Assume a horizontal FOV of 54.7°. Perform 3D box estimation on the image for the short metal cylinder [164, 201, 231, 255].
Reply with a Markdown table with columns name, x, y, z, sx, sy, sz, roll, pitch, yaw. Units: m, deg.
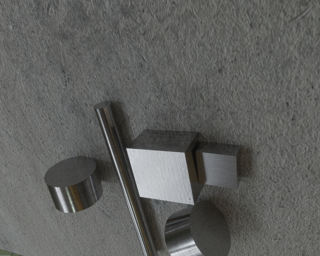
| name | x | y | z | sx | sy | sz | roll | pitch | yaw |
| --- | --- | --- | --- | --- | --- | --- | --- | --- | --- |
| short metal cylinder | 0.053 | 0.150 | 0.435 | 0.080 | 0.080 | 0.050 | 49 | 129 | -7 |

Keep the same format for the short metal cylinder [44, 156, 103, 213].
| name | x | y | z | sx | sy | sz | roll | pitch | yaw |
| --- | --- | --- | --- | --- | --- | --- | --- | --- | --- |
| short metal cylinder | -0.137 | 0.089 | 0.496 | 0.080 | 0.080 | 0.050 | 6 | 121 | 25 |

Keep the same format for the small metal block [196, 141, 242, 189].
| name | x | y | z | sx | sy | sz | roll | pitch | yaw |
| --- | --- | --- | --- | --- | --- | --- | --- | --- | --- |
| small metal block | 0.076 | 0.047 | 0.395 | 0.050 | 0.025 | 0.050 | 5 | 121 | 25 |

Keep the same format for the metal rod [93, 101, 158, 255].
| name | x | y | z | sx | sy | sz | roll | pitch | yaw |
| --- | --- | --- | --- | --- | --- | --- | --- | --- | --- |
| metal rod | -0.047 | 0.099 | 0.491 | 0.025 | 0.025 | 0.298 | 0 | 119 | 28 |

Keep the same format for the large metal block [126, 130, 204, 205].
| name | x | y | z | sx | sy | sz | roll | pitch | yaw |
| --- | --- | --- | --- | --- | --- | --- | --- | --- | --- |
| large metal block | 0.011 | 0.050 | 0.415 | 0.080 | 0.050 | 0.079 | 2 | 120 | 27 |
